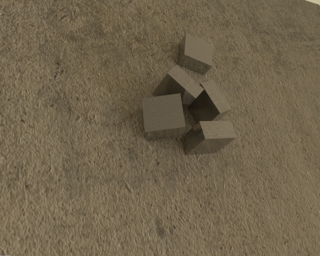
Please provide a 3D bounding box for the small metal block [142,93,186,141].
[{"bbox_3d":[0.005,-0.014,0.401,0.050,0.025,0.050,-7,62,2],"label":"small metal block"}]

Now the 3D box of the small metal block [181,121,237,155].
[{"bbox_3d":[0.064,0.014,0.414,0.050,0.050,0.025,-1,62,-29],"label":"small metal block"}]

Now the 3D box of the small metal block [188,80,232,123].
[{"bbox_3d":[0.067,-0.032,0.443,0.025,0.050,0.050,-20,73,-35],"label":"small metal block"}]

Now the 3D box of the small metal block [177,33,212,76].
[{"bbox_3d":[0.058,-0.121,0.508,0.050,0.025,0.050,19,54,-18],"label":"small metal block"}]

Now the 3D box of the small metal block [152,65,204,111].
[{"bbox_3d":[0.024,-0.050,0.431,0.050,0.050,0.025,42,51,1],"label":"small metal block"}]
